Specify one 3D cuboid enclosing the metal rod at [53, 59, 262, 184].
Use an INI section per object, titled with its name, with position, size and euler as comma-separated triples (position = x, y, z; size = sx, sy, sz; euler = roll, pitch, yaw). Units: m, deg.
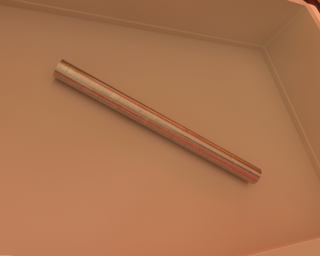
[metal rod]
position = 0.005, -0.003, 0.409
size = 0.301, 0.025, 0.025
euler = 29, 52, -11
